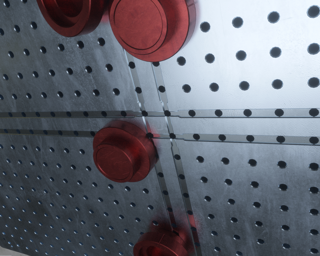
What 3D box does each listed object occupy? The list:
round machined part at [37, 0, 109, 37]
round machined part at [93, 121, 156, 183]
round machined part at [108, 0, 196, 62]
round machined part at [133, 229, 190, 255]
[{"bbox_3d":[-0.094,-0.155,0.346,0.098,0.042,0.097,20,124,33],"label":"round machined part"},{"bbox_3d":[-0.059,0.042,0.458,0.098,0.042,0.097,13,124,21],"label":"round machined part"},{"bbox_3d":[-0.015,-0.118,0.335,0.098,0.042,0.097,13,124,21],"label":"round machined part"},{"bbox_3d":[0.007,0.213,0.528,0.098,0.042,0.097,13,124,21],"label":"round machined part"}]
